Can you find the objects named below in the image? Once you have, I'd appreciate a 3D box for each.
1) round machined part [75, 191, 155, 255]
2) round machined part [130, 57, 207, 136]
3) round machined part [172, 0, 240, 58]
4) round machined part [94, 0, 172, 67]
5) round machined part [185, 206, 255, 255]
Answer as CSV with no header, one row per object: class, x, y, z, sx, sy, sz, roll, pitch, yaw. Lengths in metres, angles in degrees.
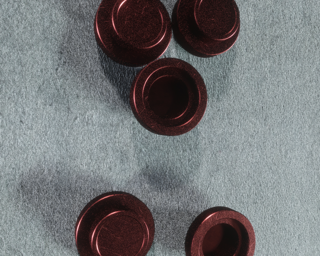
round machined part,-0.052,0.130,0.381,0.099,0.042,0.097,0,90,-20
round machined part,0.008,-0.039,0.403,0.099,0.042,0.097,0,90,-20
round machined part,0.069,-0.149,0.425,0.099,0.042,0.097,0,90,-20
round machined part,-0.030,-0.129,0.388,0.099,0.042,0.097,0,90,-20
round machined part,0.079,0.157,0.429,0.099,0.042,0.097,0,90,-20
